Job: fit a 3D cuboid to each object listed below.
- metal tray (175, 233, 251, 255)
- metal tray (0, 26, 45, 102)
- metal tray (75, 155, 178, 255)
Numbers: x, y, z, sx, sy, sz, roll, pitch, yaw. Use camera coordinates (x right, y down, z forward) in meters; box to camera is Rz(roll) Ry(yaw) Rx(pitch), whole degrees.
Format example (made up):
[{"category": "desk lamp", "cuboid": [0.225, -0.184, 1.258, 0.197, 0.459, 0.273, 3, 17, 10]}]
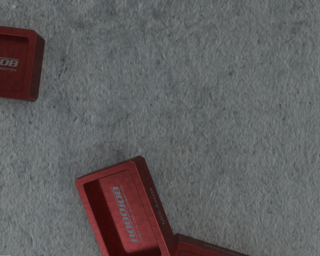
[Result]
[{"category": "metal tray", "cuboid": [0.069, 0.204, 0.408, 0.131, 0.030, 0.090, 18, 90, -1]}, {"category": "metal tray", "cuboid": [-0.225, -0.087, 0.404, 0.131, 0.030, 0.089, 7, 90, -1]}, {"category": "metal tray", "cuboid": [-0.043, 0.110, 0.390, 0.090, 0.030, 0.129, -21, 90, 21]}]
